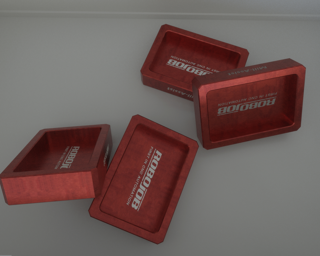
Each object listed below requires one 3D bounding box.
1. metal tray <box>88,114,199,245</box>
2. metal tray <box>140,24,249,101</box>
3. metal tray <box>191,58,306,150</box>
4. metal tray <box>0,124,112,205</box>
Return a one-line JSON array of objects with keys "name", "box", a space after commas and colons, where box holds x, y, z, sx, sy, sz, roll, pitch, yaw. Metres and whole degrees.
[{"name": "metal tray", "box": [-0.018, 0.060, 0.374, 0.090, 0.030, 0.130, 25, 71, -6]}, {"name": "metal tray", "box": [0.049, -0.086, 0.438, 0.131, 0.030, 0.090, 20, 71, 7]}, {"name": "metal tray", "box": [0.110, -0.029, 0.387, 0.131, 0.089, 0.030, -12, 29, -5]}, {"name": "metal tray", "box": [-0.105, 0.034, 0.346, 0.091, 0.130, 0.030, -4, 110, -2]}]
